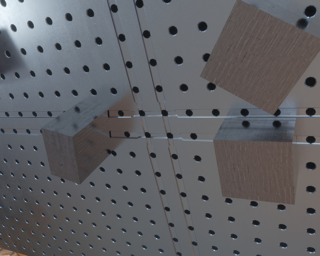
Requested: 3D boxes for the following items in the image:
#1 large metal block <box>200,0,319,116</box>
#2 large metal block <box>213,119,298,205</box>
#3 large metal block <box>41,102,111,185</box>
[{"bbox_3d":[0.097,-0.072,0.299,0.080,0.050,0.079,30,128,8],"label":"large metal block"},{"bbox_3d":[0.113,0.036,0.358,0.080,0.050,0.080,1,119,27],"label":"large metal block"},{"bbox_3d":[-0.116,0.020,0.447,0.050,0.080,0.079,14,124,20],"label":"large metal block"}]
